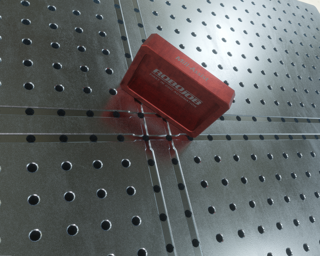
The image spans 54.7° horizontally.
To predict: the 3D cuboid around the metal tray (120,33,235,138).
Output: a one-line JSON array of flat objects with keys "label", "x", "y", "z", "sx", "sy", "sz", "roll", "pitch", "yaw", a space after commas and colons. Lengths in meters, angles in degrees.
[{"label": "metal tray", "x": 0.020, "y": -0.051, "z": 0.410, "sx": 0.130, "sy": 0.090, "sz": 0.030, "roll": 35, "pitch": 51, "yaw": -6}]
